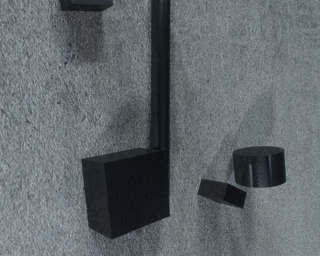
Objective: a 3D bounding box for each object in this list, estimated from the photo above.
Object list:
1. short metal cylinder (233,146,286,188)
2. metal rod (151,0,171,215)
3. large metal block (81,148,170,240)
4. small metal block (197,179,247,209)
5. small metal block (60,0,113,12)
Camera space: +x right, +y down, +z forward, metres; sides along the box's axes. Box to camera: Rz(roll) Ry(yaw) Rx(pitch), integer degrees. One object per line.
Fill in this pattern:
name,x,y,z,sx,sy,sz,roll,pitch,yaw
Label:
short metal cylinder,0.163,0.062,0.509,0.081,0.080,0.050,-11,97,-40
metal rod,0.001,-0.034,0.407,0.025,0.025,0.298,0,90,-40
large metal block,-0.038,0.070,0.358,0.081,0.050,0.079,-9,96,-40
small metal block,0.094,0.100,0.471,0.050,0.050,0.025,29,72,-37
small metal block,-0.083,-0.156,0.336,0.050,0.025,0.050,-16,101,-39
